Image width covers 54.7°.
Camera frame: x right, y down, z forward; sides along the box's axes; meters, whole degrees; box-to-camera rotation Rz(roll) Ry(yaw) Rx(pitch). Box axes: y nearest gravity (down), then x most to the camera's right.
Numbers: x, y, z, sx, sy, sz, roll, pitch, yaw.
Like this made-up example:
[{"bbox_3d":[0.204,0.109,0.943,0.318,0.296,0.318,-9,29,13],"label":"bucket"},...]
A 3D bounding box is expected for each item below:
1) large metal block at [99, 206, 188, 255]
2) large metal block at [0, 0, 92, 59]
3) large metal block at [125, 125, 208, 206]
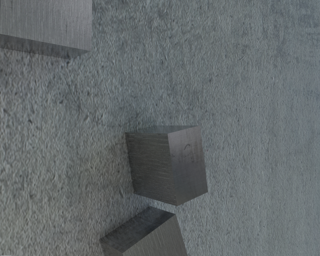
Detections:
[{"bbox_3d":[-0.016,0.154,0.376,0.081,0.050,0.080,-25,106,-37],"label":"large metal block"},{"bbox_3d":[-0.113,-0.115,0.293,0.081,0.050,0.080,1,89,-40],"label":"large metal block"},{"bbox_3d":[0.007,0.040,0.374,0.050,0.080,0.079,-13,99,-39],"label":"large metal block"}]
